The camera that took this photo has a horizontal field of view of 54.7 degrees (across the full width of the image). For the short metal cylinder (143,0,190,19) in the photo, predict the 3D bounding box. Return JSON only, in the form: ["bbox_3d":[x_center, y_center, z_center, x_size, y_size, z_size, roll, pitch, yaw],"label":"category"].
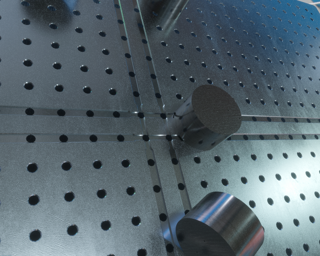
[{"bbox_3d":[0.015,-0.241,0.549,0.081,0.050,0.080,14,56,-21],"label":"short metal cylinder"}]

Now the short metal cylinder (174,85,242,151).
[{"bbox_3d":[0.067,-0.014,0.439,0.081,0.050,0.080,14,56,-21],"label":"short metal cylinder"}]

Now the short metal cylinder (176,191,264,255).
[{"bbox_3d":[0.064,0.117,0.338,0.050,0.080,0.080,-32,80,-38],"label":"short metal cylinder"}]
